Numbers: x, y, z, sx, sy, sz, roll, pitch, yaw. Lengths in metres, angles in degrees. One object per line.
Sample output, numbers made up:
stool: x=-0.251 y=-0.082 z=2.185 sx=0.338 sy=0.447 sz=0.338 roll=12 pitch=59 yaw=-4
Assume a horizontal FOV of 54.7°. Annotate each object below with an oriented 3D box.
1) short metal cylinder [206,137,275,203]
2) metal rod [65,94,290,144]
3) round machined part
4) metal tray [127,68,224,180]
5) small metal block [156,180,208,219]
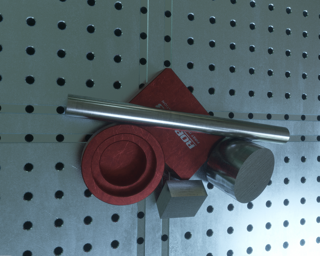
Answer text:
short metal cylinder: x=0.111 y=0.055 z=0.426 sx=0.081 sy=0.050 sz=0.079 roll=-16 pitch=118 yaw=-32
metal rod: x=0.037 y=-0.007 z=0.394 sx=0.302 sy=0.025 sz=0.025 roll=7 pitch=88 yaw=-20
round machined part: x=-0.047 y=0.041 z=0.382 sx=0.099 sy=0.042 sz=0.097 roll=-2 pitch=97 yaw=-15
metal tray: x=0.018 y=-0.004 z=0.419 sx=0.090 sy=0.030 sz=0.130 roll=-45 pitch=105 yaw=-15
small metal block: x=0.028 y=0.094 z=0.410 sx=0.050 sy=0.025 sz=0.050 roll=3 pitch=132 yaw=-21
